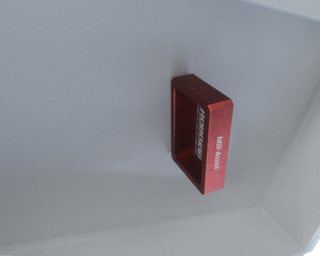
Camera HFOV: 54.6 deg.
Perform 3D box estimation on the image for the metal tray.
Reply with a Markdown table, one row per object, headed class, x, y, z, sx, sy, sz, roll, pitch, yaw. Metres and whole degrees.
| class | x | y | z | sx | sy | sz | roll | pitch | yaw |
| --- | --- | --- | --- | --- | --- | --- | --- | --- | --- |
| metal tray | 0.048 | 0.008 | 0.393 | 0.030 | 0.090 | 0.129 | -16 | 125 | -21 |
